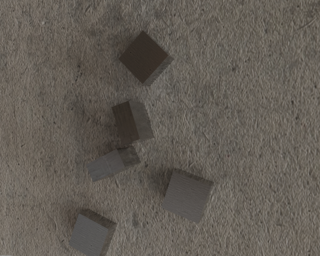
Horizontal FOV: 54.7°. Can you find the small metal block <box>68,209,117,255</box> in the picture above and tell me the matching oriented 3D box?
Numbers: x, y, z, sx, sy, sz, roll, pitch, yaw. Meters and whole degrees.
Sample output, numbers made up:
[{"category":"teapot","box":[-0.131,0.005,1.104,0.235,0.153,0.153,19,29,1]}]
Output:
[{"category":"small metal block","box":[-0.096,0.152,0.443,0.050,0.025,0.050,22,97,18]}]

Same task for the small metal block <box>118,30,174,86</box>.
[{"category":"small metal block","box":[-0.018,-0.092,0.415,0.050,0.025,0.050,-46,76,14]}]

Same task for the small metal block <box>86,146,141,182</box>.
[{"category":"small metal block","box":[-0.061,0.048,0.417,0.050,0.050,0.025,-27,81,18]}]

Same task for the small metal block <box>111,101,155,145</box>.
[{"category":"small metal block","box":[-0.034,-0.006,0.408,0.025,0.050,0.050,-19,84,19]}]

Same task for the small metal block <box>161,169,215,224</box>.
[{"category":"small metal block","box":[0.036,0.086,0.396,0.050,0.025,0.050,20,96,19]}]
